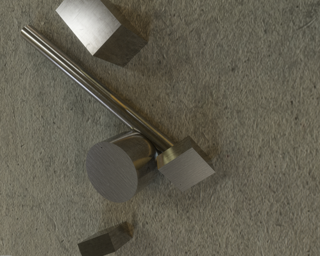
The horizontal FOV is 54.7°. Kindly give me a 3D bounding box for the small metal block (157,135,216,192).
[{"bbox_3d":[0.032,0.045,0.384,0.050,0.025,0.050,-35,119,16],"label":"small metal block"}]

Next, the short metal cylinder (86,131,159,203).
[{"bbox_3d":[-0.048,0.049,0.400,0.080,0.050,0.079,10,109,29],"label":"short metal cylinder"}]

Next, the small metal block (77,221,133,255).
[{"bbox_3d":[-0.074,0.154,0.422,0.050,0.050,0.025,-25,82,18],"label":"small metal block"}]

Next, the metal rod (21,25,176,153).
[{"bbox_3d":[-0.093,-0.058,0.441,0.300,0.025,0.025,39,102,15],"label":"metal rod"}]

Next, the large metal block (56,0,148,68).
[{"bbox_3d":[-0.073,-0.132,0.405,0.050,0.080,0.080,-43,77,15],"label":"large metal block"}]
